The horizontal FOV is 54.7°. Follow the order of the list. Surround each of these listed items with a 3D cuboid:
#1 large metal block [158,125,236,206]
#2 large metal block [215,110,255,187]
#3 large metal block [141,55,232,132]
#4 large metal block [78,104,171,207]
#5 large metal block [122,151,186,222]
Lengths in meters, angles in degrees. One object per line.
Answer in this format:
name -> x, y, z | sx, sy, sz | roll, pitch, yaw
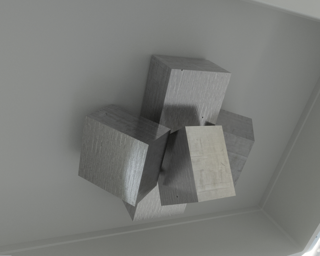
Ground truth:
large metal block -> 0.036, 0.046, 0.368 | 0.050, 0.080, 0.080 | -1, 75, -29
large metal block -> 0.090, 0.028, 0.429 | 0.050, 0.080, 0.079 | 18, 115, 6
large metal block -> 0.029, -0.040, 0.379 | 0.081, 0.050, 0.079 | -2, 119, -28
large metal block -> -0.042, 0.029, 0.356 | 0.050, 0.080, 0.079 | -33, 142, -56
large metal block -> -0.002, 0.079, 0.439 | 0.081, 0.050, 0.079 | 1, 118, -29
